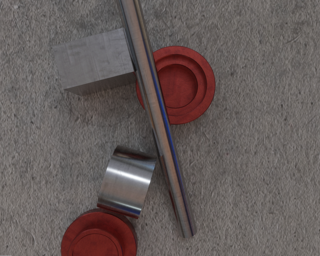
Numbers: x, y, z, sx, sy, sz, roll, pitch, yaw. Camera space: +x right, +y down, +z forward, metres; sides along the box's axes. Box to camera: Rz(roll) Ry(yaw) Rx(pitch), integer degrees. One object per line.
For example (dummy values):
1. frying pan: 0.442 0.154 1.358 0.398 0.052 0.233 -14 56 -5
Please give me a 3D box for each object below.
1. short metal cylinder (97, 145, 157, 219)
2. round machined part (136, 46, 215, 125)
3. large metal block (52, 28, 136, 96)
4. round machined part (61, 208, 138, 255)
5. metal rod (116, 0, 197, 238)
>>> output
1. short metal cylinder: -0.039 0.066 0.382 0.050 0.080 0.080 17 90 0
2. round machined part: 0.019 -0.053 0.402 0.099 0.042 0.097 0 90 0
3. large metal block: -0.074 -0.077 0.382 0.080 0.080 0.050 -15 90 0
4. round machined part: -0.080 0.158 0.401 0.099 0.042 0.097 0 90 0
5. metal rod: 0.001 0.000 0.370 0.025 0.025 0.298 -15 106 0
